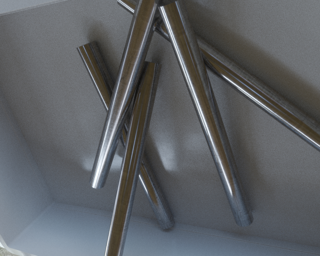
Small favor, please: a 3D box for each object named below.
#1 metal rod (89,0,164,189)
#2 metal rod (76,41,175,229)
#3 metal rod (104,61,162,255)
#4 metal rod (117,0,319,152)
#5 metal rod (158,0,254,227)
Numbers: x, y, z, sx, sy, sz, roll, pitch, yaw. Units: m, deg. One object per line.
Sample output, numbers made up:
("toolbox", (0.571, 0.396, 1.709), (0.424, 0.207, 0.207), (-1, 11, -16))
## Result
("metal rod", (-0.051, -0.025, 0.386), (0.025, 0.025, 0.298), (30, 128, 9))
("metal rod", (-0.041, 0.023, 0.444), (0.025, 0.025, 0.299), (-9, 114, 32))
("metal rod", (-0.040, 0.064, 0.401), (0.025, 0.025, 0.298), (17, 103, 19))
("metal rod", (0.081, -0.056, 0.331), (0.300, 0.025, 0.025), (37, 129, 3))
("metal rod", (0.063, 0.004, 0.357), (0.025, 0.025, 0.299), (-6, 122, 31))
